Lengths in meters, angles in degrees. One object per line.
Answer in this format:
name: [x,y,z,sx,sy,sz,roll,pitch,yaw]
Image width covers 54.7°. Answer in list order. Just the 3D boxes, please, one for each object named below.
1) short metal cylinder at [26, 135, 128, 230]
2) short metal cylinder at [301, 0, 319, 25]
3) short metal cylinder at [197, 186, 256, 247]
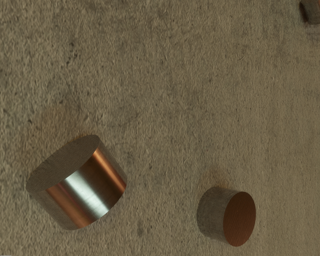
short metal cylinder: [-0.079,0.051,0.302,0.080,0.080,0.050,-46,118,-30]
short metal cylinder: [0.351,-0.265,0.662,0.080,0.080,0.050,-48,119,-29]
short metal cylinder: [0.102,0.133,0.474,0.081,0.050,0.080,0,90,-40]
